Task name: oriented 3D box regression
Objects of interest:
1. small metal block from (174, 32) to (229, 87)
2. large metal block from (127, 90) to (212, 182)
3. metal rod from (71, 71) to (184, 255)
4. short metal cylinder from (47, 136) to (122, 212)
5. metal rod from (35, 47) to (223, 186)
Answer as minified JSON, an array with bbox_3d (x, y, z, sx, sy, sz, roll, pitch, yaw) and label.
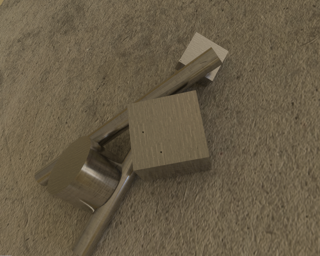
[{"bbox_3d":[0.055,-0.091,0.416,0.050,0.025,0.050,30,74,-3],"label":"small metal block"},{"bbox_3d":[0.011,0.011,0.358,0.080,0.050,0.080,-11,65,7],"label":"large metal block"},{"bbox_3d":[-0.022,0.022,0.403,0.025,0.025,0.300,19,71,35],"label":"metal rod"},{"bbox_3d":[-0.094,0.057,0.387,0.080,0.050,0.080,-33,35,27],"label":"short metal cylinder"},{"bbox_3d":[-0.051,-0.008,0.414,0.300,0.025,0.025,-34,51,14],"label":"metal rod"}]
